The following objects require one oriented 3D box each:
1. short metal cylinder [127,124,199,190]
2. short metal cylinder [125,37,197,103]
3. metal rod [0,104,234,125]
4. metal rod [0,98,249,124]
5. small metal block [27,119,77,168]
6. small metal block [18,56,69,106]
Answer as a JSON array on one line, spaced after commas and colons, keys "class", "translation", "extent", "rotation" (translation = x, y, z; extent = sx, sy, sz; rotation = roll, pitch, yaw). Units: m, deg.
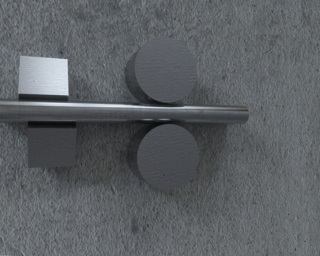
[{"class": "short metal cylinder", "translation": [0.003, 0.035, 0.398], "extent": [0.081, 0.050, 0.079], "rotation": [0, 90, -20]}, {"class": "short metal cylinder", "translation": [0.000, -0.070, 0.397], "extent": [0.081, 0.050, 0.079], "rotation": [0, 90, -20]}, {"class": "metal rod", "translation": [-0.037, -0.018, 0.397], "extent": [0.303, 0.025, 0.025], "rotation": [0, 90, -20]}, {"class": "metal rod", "translation": [-0.027, -0.018, 0.374], "extent": [0.303, 0.025, 0.025], "rotation": [0, 90, -20]}, {"class": "small metal block", "translation": [-0.123, 0.017, 0.354], "extent": [0.050, 0.025, 0.050], "rotation": [0, 117, -21]}, {"class": "small metal block", "translation": [-0.131, -0.052, 0.352], "extent": [0.050, 0.025, 0.050], "rotation": [0, 63, -20]}]
